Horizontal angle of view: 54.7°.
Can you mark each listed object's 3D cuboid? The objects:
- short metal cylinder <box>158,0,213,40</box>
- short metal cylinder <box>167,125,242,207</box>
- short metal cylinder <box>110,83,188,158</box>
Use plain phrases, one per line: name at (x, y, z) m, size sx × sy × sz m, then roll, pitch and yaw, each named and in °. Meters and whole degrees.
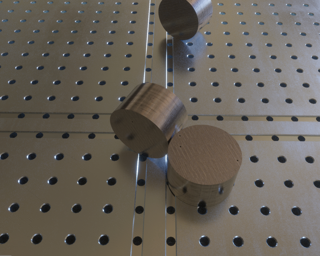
short metal cylinder at (0.045, -0.203, 0.542) m, size 0.080 × 0.080 × 0.050 m, roll 27°, pitch 55°, yaw 21°
short metal cylinder at (0.049, 0.043, 0.356) m, size 0.081 × 0.050 × 0.080 m, roll 0°, pitch 50°, yaw 0°
short metal cylinder at (-0.013, -0.008, 0.379) m, size 0.080 × 0.080 × 0.050 m, roll 23°, pitch 54°, yaw 18°
